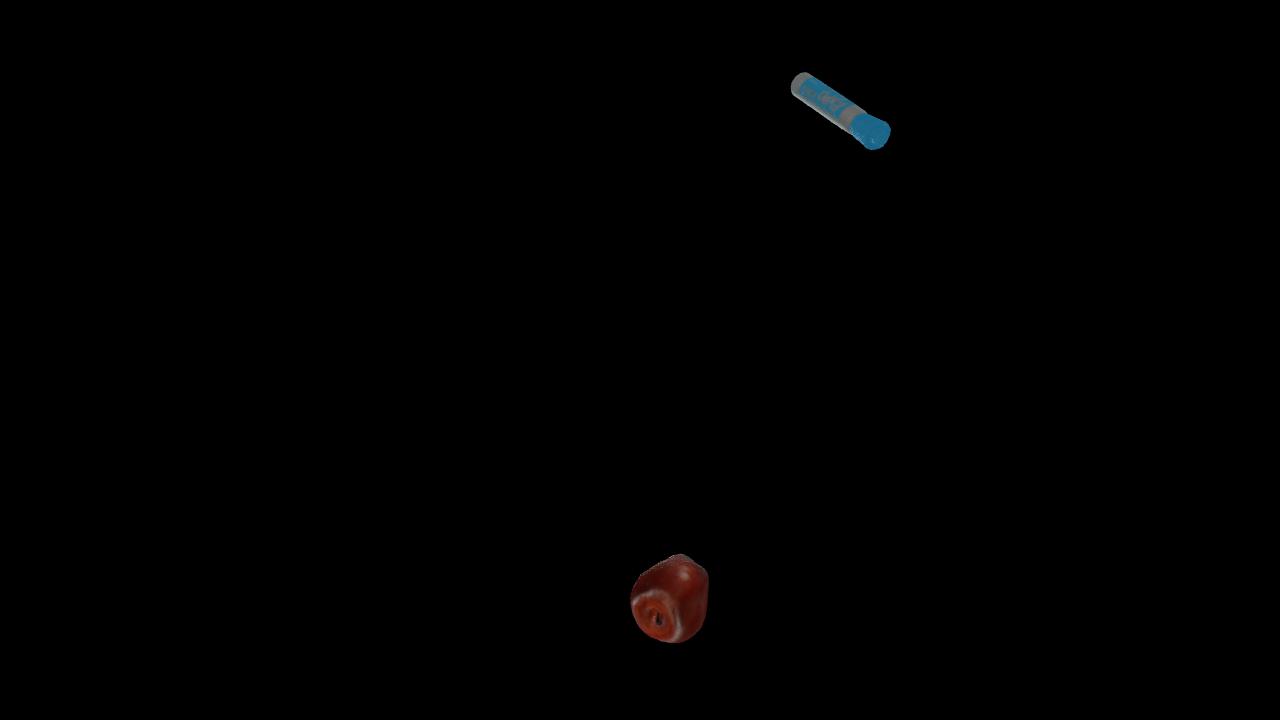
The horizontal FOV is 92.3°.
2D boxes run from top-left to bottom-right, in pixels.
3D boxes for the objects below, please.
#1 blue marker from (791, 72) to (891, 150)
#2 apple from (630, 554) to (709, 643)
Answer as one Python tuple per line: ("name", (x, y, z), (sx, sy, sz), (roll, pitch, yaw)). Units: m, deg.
("blue marker", (0.140, -0.178, 0.437), (0.020, 0.020, 0.121), (0, 39, -17))
("apple", (0.034, 0.245, 0.632), (0.079, 0.079, 0.093), (0, 13, 26))
